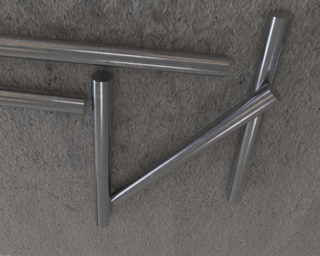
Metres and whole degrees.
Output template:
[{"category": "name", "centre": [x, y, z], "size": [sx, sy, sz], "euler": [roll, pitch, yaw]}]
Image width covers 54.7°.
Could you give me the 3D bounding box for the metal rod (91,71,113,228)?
[{"category": "metal rod", "centre": [-0.084, 0.053, 0.451], "size": [0.025, 0.025, 0.298], "euler": [5, 130, -4]}]

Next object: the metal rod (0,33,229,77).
[{"category": "metal rod", "centre": [-0.077, -0.081, 0.336], "size": [0.302, 0.025, 0.025], "euler": [5, 130, -4]}]

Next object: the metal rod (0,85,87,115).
[{"category": "metal rod", "centre": [-0.241, -0.045, 0.366], "size": [0.302, 0.025, 0.025], "euler": [6, 130, -6]}]

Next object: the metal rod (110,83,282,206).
[{"category": "metal rod", "centre": [0.028, 0.038, 0.421], "size": [0.025, 0.025, 0.299], "euler": [33, 128, -25]}]

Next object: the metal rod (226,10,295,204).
[{"category": "metal rod", "centre": [0.121, -0.001, 0.407], "size": [0.025, 0.025, 0.298], "euler": [0, 130, 0]}]
